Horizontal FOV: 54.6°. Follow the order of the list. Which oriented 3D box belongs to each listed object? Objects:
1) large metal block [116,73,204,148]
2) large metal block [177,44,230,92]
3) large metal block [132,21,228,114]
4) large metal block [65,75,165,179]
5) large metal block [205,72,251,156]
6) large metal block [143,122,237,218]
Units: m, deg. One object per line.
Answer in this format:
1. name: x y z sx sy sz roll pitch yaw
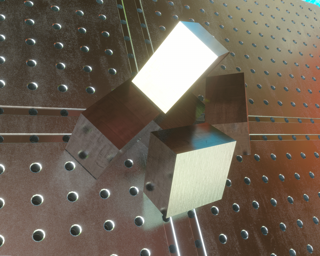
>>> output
1. large metal block: 0.002 -0.021 0.407 0.080 0.050 0.080 43 51 1
2. large metal block: 0.042 -0.083 0.446 0.050 0.080 0.080 43 51 1
3. large metal block: 0.026 -0.070 0.348 0.050 0.080 0.080 44 26 2
4. large metal block: -0.050 0.000 0.344 0.050 0.080 0.080 44 51 2
5. large metal block: 0.094 -0.016 0.423 0.050 0.080 0.080 -5 55 17
6. large metal block: 0.032 0.045 0.353 0.081 0.079 0.050 -9 30 -32
